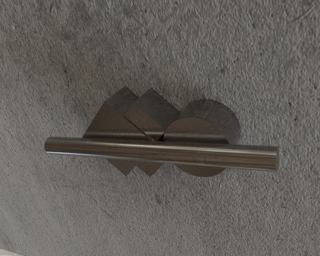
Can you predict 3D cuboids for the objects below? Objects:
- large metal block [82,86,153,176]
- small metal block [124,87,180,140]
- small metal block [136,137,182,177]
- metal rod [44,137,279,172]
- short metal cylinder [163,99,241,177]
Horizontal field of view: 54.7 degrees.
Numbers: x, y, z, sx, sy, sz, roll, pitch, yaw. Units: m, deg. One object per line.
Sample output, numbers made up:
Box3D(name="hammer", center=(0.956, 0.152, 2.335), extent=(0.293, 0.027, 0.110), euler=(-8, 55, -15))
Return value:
Box3D(name="large metal block", center=(-0.046, 0.005, 0.418), extent=(0.080, 0.050, 0.080), euler=(41, 129, 0))
Box3D(name="small metal block", center=(-0.008, -0.018, 0.386), extent=(0.050, 0.050, 0.025), euler=(40, 129, 0))
Box3D(name="small metal block", center=(0.000, 0.030, 0.412), extent=(0.025, 0.050, 0.050), euler=(41, 129, 0))
Box3D(name="metal rod", center=(-0.020, 0.027, 0.368), extent=(0.300, 0.025, 0.025), euler=(1, 119, 27))
Box3D(name="short metal cylinder", center=(0.051, 0.012, 0.371), extent=(0.080, 0.050, 0.079), euler=(13, 124, 21))
